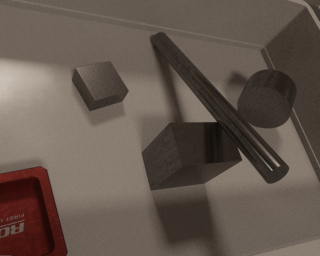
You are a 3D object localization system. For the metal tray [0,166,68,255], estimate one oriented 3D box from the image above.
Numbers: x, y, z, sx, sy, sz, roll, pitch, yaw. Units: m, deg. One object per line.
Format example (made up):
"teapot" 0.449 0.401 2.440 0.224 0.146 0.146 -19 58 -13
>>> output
"metal tray" -0.156 0.090 0.263 0.131 0.030 0.090 -9 66 -32

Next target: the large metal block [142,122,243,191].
"large metal block" 0.035 0.034 0.370 0.081 0.080 0.050 -1 63 -29

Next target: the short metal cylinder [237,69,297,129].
"short metal cylinder" 0.170 -0.046 0.493 0.080 0.080 0.050 38 51 -3

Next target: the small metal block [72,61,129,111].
"small metal block" -0.077 -0.055 0.399 0.050 0.025 0.050 -22 74 -36

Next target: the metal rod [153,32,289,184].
"metal rod" 0.055 -0.049 0.392 0.025 0.025 0.300 1 38 -28
